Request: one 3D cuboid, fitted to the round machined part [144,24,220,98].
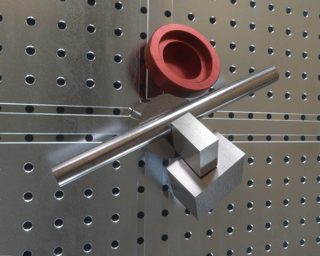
[{"bbox_3d":[0.025,-0.082,0.401,0.099,0.042,0.098,11,63,-22],"label":"round machined part"}]

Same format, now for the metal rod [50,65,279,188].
[{"bbox_3d":[0.021,-0.011,0.368,0.302,0.025,0.025,-26,99,-19],"label":"metal rod"}]

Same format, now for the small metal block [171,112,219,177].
[{"bbox_3d":[0.039,0.019,0.350,0.025,0.050,0.050,-31,143,-18],"label":"small metal block"}]

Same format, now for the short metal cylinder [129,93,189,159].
[{"bbox_3d":[0.005,-0.003,0.401,0.081,0.050,0.079,0,90,-21],"label":"short metal cylinder"}]

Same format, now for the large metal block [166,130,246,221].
[{"bbox_3d":[0.060,0.062,0.398,0.080,0.050,0.080,-37,147,-16],"label":"large metal block"}]
